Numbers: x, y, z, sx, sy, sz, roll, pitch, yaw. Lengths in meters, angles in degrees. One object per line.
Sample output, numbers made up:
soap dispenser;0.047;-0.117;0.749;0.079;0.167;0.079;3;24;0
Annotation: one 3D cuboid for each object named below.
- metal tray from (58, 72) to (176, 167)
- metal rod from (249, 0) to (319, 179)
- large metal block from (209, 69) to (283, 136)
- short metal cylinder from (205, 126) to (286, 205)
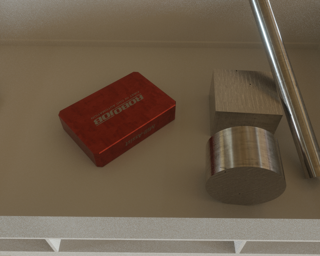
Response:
metal tray;-0.054;-0.017;0.416;0.131;0.030;0.090;-34;58;-25
metal rod;0.155;-0.084;0.401;0.025;0.025;0.299;-9;75;-8
large metal block;0.111;-0.033;0.418;0.080;0.050;0.080;3;50;2
short metal cylinder;0.090;0.043;0.335;0.080;0.080;0.050;4;50;3
